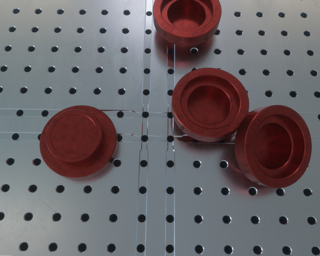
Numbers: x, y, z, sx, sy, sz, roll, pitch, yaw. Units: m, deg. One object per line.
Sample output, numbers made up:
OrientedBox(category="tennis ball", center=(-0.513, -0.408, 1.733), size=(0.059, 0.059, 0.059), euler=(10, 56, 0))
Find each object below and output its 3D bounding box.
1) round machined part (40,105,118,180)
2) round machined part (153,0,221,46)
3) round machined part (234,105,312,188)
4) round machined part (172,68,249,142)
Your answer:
OrientedBox(category="round machined part", center=(-0.105, 0.015, 0.397), size=(0.099, 0.042, 0.098), euler=(0, 70, 0))
OrientedBox(category="round machined part", center=(0.039, -0.163, 0.463), size=(0.099, 0.042, 0.098), euler=(0, 70, 0))
OrientedBox(category="round machined part", center=(0.133, 0.022, 0.382), size=(0.099, 0.042, 0.097), euler=(1, 88, -21))
OrientedBox(category="round machined part", center=(0.064, -0.027, 0.413), size=(0.099, 0.042, 0.098), euler=(0, 70, 0))
